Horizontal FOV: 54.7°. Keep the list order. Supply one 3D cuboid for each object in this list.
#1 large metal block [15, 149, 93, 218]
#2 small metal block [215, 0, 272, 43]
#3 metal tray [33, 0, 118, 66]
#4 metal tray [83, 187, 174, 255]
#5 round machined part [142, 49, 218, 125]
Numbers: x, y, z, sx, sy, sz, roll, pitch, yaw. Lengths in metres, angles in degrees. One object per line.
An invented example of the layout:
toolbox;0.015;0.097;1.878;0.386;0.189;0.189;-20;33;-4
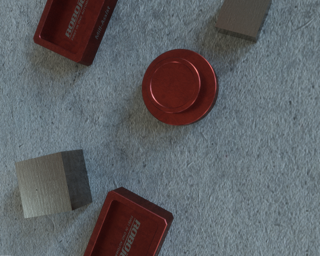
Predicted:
large metal block;-0.153;0.079;0.448;0.080;0.050;0.080;-14;86;19
small metal block;0.101;-0.136;0.373;0.050;0.025;0.050;22;97;18
metal tray;-0.119;-0.166;0.446;0.090;0.030;0.129;27;99;17
metal tray;-0.047;0.158;0.421;0.090;0.030;0.129;24;98;18
round machined part;0.022;-0.052;0.392;0.098;0.042;0.097;0;90;19
